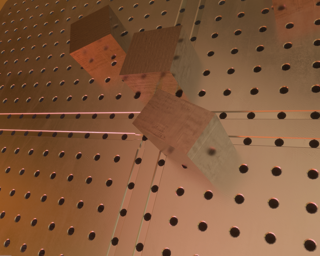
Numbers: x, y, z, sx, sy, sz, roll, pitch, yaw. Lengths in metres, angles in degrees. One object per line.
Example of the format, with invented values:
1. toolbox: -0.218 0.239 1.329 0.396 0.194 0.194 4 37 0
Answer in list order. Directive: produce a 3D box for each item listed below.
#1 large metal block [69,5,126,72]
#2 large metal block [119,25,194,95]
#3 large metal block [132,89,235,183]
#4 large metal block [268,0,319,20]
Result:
1. large metal block: -0.110 -0.158 0.548 0.080 0.050 0.080 -21 54 16
2. large metal block: -0.003 -0.097 0.455 0.080 0.050 0.080 0 62 28
3. large metal block: 0.029 0.009 0.353 0.080 0.080 0.050 29 78 37
4. large metal block: 0.184 -0.207 0.423 0.080 0.050 0.080 -17 55 18
